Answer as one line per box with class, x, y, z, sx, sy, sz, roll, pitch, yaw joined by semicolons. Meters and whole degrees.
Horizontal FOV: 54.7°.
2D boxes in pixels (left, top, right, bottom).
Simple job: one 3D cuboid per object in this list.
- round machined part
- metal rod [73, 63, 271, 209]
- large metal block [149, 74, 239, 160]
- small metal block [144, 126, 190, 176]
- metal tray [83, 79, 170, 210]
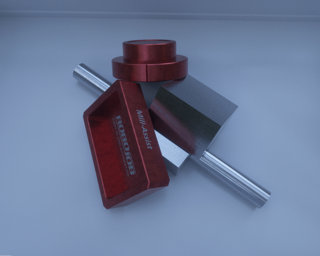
round machined part;-0.013;-0.091;0.400;0.099;0.098;0.042;-2;111;-1
metal rod;0.007;0.004;0.407;0.300;0.025;0.025;35;74;11
large metal block;0.040;-0.018;0.381;0.080;0.050;0.080;35;31;12
small metal block;0.009;0.030;0.384;0.050;0.050;0.025;36;74;12
metal tray;-0.045;0.020;0.367;0.030;0.090;0.130;2;63;-44
